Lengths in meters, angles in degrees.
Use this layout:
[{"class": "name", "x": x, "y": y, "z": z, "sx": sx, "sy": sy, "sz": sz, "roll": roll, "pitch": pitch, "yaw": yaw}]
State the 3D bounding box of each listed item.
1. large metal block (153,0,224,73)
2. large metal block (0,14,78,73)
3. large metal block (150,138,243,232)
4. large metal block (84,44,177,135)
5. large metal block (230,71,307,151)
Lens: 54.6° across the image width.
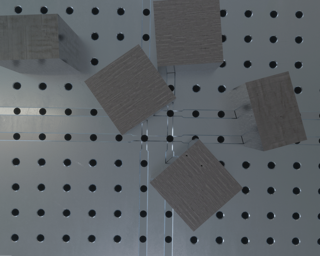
[{"class": "large metal block", "x": 0.035, "y": -0.117, "z": 0.401, "sx": 0.080, "sy": 0.050, "sz": 0.080, "roll": -4, "pitch": 90, "yaw": 0}, {"class": "large metal block", "x": -0.153, "y": -0.101, "z": 0.385, "sx": 0.080, "sy": 0.080, "sz": 0.050, "roll": -2, "pitch": 90, "yaw": 0}, {"class": "large metal block", "x": 0.044, "y": 0.070, "z": 0.401, "sx": 0.080, "sy": 0.050, "sz": 0.080, "roll": -42, "pitch": 90, "yaw": 0}, {"class": "large metal block", "x": -0.036, "y": -0.047, "z": 0.401, "sx": 0.080, "sy": 0.050, "sz": 0.080, "roll": -35, "pitch": 90, "yaw": 0}, {"class": "large metal block", "x": 0.130, "y": -0.019, "z": 0.387, "sx": 0.050, "sy": 0.080, "sz": 0.080, "roll": -15, "pitch": 90, "yaw": 0}]
